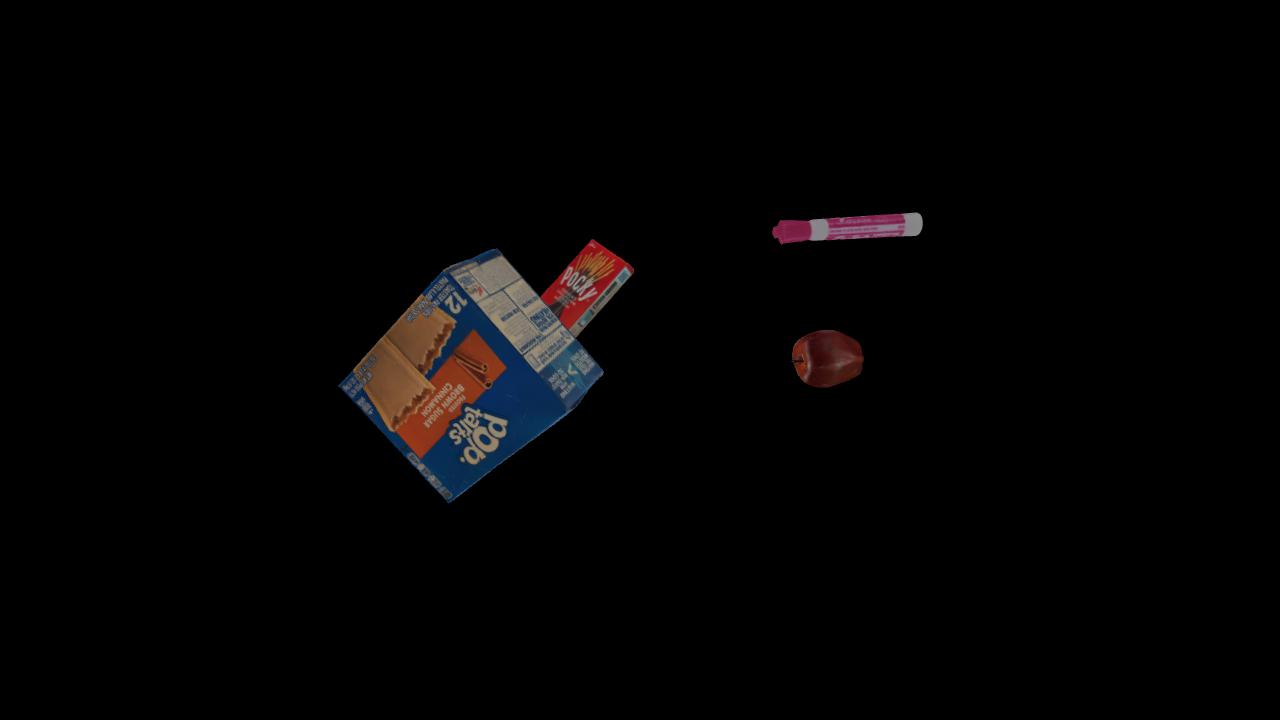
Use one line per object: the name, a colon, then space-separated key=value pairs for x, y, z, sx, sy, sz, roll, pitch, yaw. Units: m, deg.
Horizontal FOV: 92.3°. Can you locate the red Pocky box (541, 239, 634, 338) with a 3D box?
red Pocky box: x=-0.087 y=-0.087 z=0.837 sx=0.083 sy=0.155 sz=0.028 roll=38 pitch=-5 yaw=37

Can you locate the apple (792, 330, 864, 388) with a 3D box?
apple: x=0.249 y=-0.003 z=0.825 sx=0.093 sy=0.079 sz=0.079 roll=-4 pitch=1 yaw=-7

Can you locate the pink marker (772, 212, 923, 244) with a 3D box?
pink marker: x=0.167 y=-0.106 z=0.497 sx=0.121 sy=0.020 sz=0.020 roll=-5 pitch=0 yaw=-6

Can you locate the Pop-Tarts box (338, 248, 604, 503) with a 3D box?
Pop-Tarts box: x=-0.143 y=0.016 z=0.522 sx=0.167 sy=0.141 sz=0.083 roll=-37 pitch=8 yaw=29
